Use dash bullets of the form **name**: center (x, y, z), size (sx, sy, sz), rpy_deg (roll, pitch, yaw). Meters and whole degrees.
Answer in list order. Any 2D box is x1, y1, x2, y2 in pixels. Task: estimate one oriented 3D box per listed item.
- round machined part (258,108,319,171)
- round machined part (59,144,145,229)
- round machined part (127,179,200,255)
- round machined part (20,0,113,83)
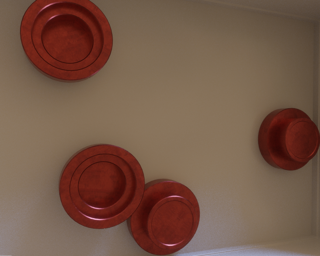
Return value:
- **round machined part**: center (0.206, 0.018, 0.480), size (0.099, 0.042, 0.097), rpy_deg (0, 90, -21)
- **round machined part**: center (-0.071, 0.068, 0.376), size (0.099, 0.042, 0.097), rpy_deg (0, 90, -21)
- **round machined part**: center (0.009, 0.119, 0.406), size (0.099, 0.042, 0.097), rpy_deg (0, 90, -21)
- **round machined part**: center (-0.108, -0.101, 0.362), size (0.099, 0.042, 0.097), rpy_deg (0, 90, -21)
